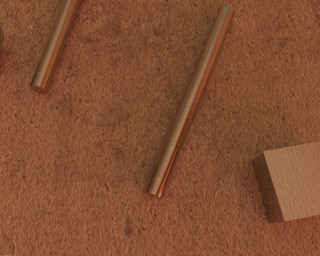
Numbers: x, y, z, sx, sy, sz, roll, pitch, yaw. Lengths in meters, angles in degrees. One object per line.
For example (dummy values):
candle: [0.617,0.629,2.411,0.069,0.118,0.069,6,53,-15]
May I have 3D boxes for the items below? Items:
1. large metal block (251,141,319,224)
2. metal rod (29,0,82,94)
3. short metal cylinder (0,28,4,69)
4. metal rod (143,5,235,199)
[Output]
large metal block: [0.167,0.066,0.373,0.081,0.050,0.080,-10,70,-4]
metal rod: [-0.137,-0.190,0.475,0.025,0.025,0.299,11,70,3]
short metal cylinder: [-0.257,-0.111,0.416,0.081,0.080,0.050,-3,70,-2]
metal rod: [0.047,-0.048,0.426,0.025,0.025,0.300,21,71,7]
